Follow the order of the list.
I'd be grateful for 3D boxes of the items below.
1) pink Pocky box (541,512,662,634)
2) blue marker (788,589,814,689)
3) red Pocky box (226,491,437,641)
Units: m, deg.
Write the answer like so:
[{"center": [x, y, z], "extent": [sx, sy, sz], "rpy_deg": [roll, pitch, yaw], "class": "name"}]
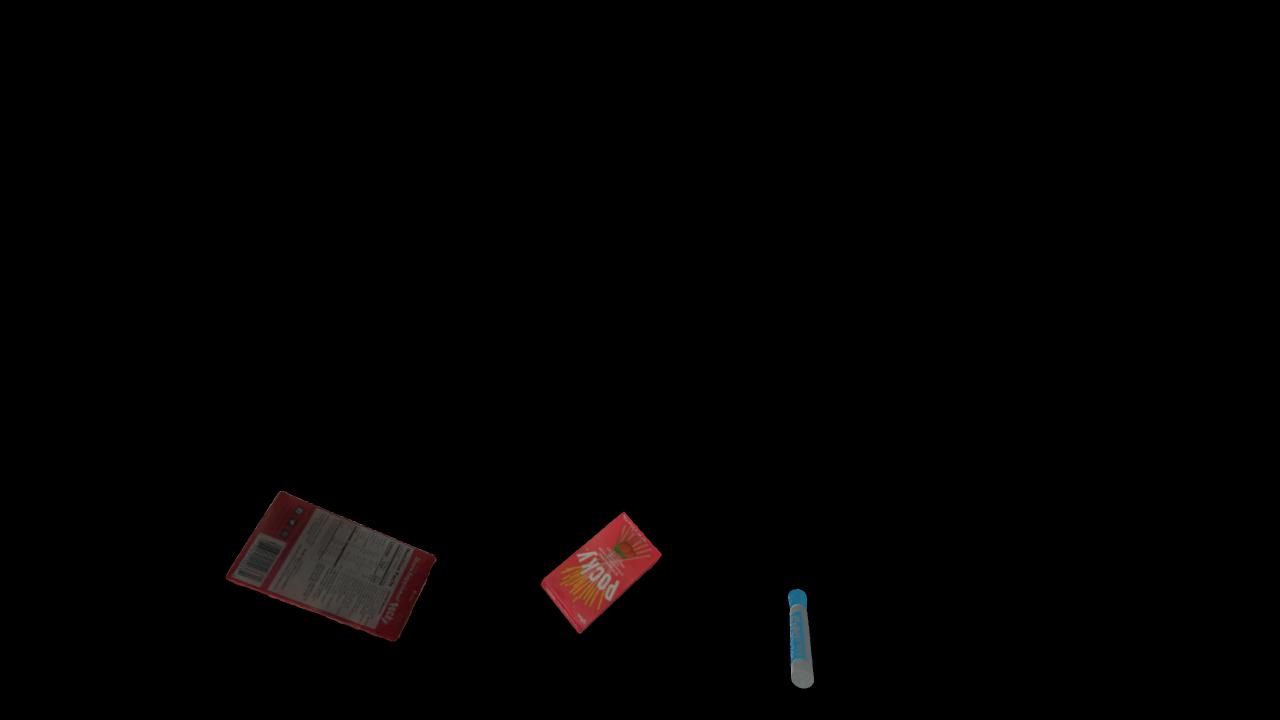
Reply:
[{"center": [-0.051, 0.287, 0.842], "extent": [0.155, 0.084, 0.029], "rpy_deg": [-33, -19, -35], "class": "pink Pocky box"}, {"center": [0.149, 0.254, 0.575], "extent": [0.020, 0.020, 0.121], "rpy_deg": [0, 14, 12], "class": "blue marker"}, {"center": [-0.277, 0.190, 0.563], "extent": [0.155, 0.083, 0.028], "rpy_deg": [31, -34, -17], "class": "red Pocky box"}]
